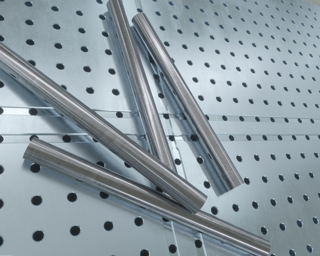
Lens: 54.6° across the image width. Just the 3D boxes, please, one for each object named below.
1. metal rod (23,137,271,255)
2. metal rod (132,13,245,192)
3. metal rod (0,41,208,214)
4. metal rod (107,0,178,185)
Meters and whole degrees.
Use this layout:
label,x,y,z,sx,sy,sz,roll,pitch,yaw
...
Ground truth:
label,x,y,z,sx,sy,sz,roll,pitch,yaw
metal rod,-0.004,0.085,0.353,0.301,0.025,0.025,26,53,-12
metal rod,0.034,-0.048,0.454,0.025,0.025,0.299,-17,71,-35
metal rod,-0.075,-0.003,0.353,0.300,0.025,0.025,37,51,3
metal rod,-0.029,-0.063,0.429,0.025,0.025,0.299,-4,64,-30
